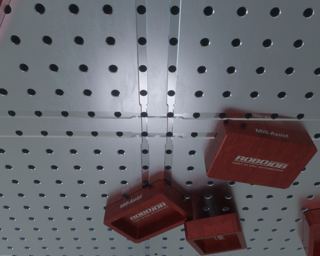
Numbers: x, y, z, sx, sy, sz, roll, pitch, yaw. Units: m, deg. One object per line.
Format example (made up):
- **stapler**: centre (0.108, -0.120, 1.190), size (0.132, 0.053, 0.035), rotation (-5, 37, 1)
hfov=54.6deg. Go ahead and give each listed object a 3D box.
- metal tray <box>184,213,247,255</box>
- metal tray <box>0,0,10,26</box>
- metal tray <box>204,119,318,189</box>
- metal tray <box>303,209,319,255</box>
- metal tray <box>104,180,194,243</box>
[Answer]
- **metal tray**: centre (0.102, 0.191, 0.549), size (0.090, 0.030, 0.130), rotation (-14, 144, 11)
- **metal tray**: centre (-0.200, -0.129, 0.297), size (0.090, 0.030, 0.129), rotation (28, 125, -22)
- **metal tray**: centre (0.140, 0.040, 0.443), size (0.131, 0.030, 0.089), rotation (10, 130, -9)
- **metal tray**: centre (0.319, 0.197, 0.577), size (0.090, 0.030, 0.130), rotation (-12, 129, 10)
- **metal tray**: centre (-0.020, 0.148, 0.533), size (0.130, 0.030, 0.090), rotation (-31, 124, 23)
